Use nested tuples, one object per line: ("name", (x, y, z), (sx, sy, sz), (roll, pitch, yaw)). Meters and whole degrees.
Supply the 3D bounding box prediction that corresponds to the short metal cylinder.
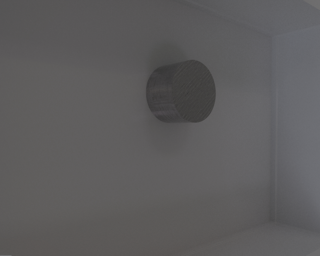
("short metal cylinder", (0.029, -0.047, 0.413), (0.081, 0.050, 0.080), (0, 90, -40))
